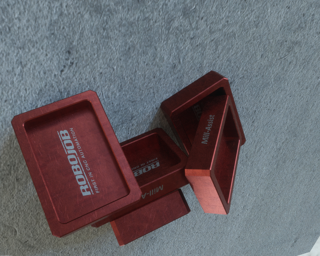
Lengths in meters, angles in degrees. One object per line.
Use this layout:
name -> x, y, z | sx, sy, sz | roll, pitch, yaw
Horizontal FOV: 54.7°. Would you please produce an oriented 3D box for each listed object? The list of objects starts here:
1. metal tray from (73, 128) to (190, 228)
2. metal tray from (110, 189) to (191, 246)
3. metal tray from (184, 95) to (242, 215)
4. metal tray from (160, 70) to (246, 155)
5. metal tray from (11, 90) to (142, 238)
metal tray -> -0.036, 0.054, 0.381 | 0.131, 0.090, 0.030 | -23, 127, -15
metal tray -> -0.021, 0.115, 0.413 | 0.091, 0.130, 0.030 | -22, 82, -15
metal tray -> 0.074, 0.032, 0.398 | 0.090, 0.030, 0.130 | 63, 36, -39
metal tray -> 0.066, -0.005, 0.440 | 0.090, 0.030, 0.130 | -34, 129, -7
metal tray -> -0.086, 0.034, 0.322 | 0.091, 0.130, 0.030 | -22, 166, -16
